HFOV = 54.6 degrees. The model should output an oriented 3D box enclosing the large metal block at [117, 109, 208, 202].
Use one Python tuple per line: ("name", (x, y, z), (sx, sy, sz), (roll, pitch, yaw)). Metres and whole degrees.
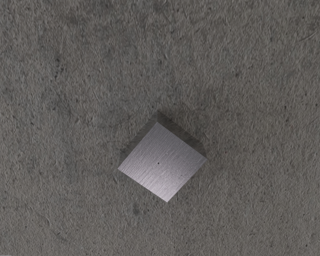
("large metal block", (0.003, 0.036, 0.410), (0.080, 0.050, 0.080), (37, 106, -13))
